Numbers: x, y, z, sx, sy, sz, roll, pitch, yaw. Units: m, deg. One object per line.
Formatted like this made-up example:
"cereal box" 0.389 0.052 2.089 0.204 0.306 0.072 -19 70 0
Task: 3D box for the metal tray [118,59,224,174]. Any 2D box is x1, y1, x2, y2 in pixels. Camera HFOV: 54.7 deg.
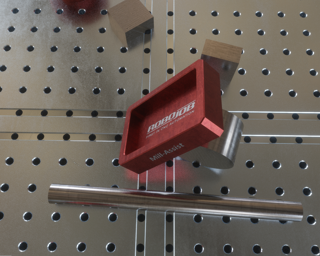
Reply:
"metal tray" 0.009 -0.010 0.356 0.030 0.130 0.090 32 45 -32

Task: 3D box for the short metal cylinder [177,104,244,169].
"short metal cylinder" 0.056 0.012 0.378 0.080 0.080 0.050 18 71 6

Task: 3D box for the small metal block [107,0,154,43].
"small metal block" -0.044 -0.166 0.472 0.050 0.025 0.050 -33 74 -12

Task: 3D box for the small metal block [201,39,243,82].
"small metal block" 0.083 -0.094 0.433 0.050 0.050 0.025 16 71 5

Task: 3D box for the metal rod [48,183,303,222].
"metal rod" 0.018 0.091 0.378 0.302 0.025 0.025 4 70 1

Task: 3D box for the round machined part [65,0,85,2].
"round machined part" -0.138 -0.240 0.489 0.099 0.042 0.098 0 70 0
